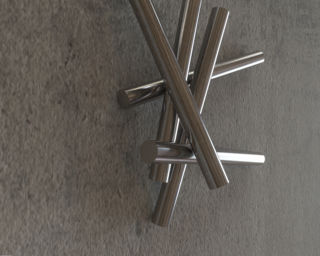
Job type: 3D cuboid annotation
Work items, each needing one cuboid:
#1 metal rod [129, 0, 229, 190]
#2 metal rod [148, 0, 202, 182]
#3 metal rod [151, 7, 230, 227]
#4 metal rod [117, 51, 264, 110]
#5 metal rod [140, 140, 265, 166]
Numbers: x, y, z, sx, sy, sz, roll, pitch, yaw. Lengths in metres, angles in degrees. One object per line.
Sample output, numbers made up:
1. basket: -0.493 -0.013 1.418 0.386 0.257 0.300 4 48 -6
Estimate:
1. metal rod: 0.011 -0.071 0.363 0.025 0.025 0.299 -22 88 -38
2. metal rod: 0.026 -0.082 0.391 0.025 0.025 0.298 13 86 -40
3. metal rod: 0.042 -0.017 0.417 0.025 0.025 0.299 19 86 -39
4. metal rod: 0.066 -0.080 0.462 0.302 0.025 0.025 -23 105 -38
5. metal rod: 0.082 0.040 0.440 0.302 0.025 0.025 9 84 -51
